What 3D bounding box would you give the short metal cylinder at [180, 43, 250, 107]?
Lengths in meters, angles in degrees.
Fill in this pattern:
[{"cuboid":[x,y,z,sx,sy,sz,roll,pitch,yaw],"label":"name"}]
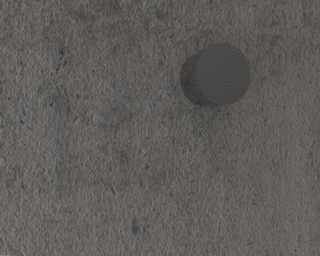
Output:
[{"cuboid":[0.074,-0.070,0.423,0.081,0.050,0.080,0,90,-20],"label":"short metal cylinder"}]
